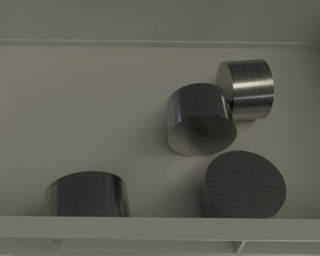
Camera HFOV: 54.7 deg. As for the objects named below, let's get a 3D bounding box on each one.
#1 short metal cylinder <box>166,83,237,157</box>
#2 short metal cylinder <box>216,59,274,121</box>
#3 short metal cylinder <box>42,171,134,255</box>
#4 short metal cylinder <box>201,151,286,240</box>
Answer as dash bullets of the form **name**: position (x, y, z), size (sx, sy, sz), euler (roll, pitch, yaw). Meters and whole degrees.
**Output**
- **short metal cylinder**: position (0.048, -0.008, 0.377), size (0.081, 0.080, 0.050), euler (-1, 50, -2)
- **short metal cylinder**: position (0.110, -0.050, 0.413), size (0.050, 0.080, 0.080), euler (-5, 50, -5)
- **short metal cylinder**: position (-0.069, 0.085, 0.297), size (0.081, 0.080, 0.050), euler (-9, 51, -8)
- **short metal cylinder**: position (0.086, 0.071, 0.330), size (0.081, 0.050, 0.080), euler (0, 50, 0)
